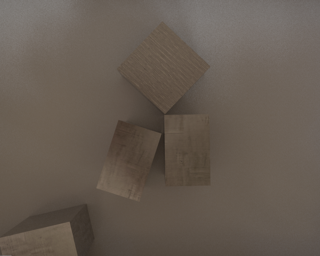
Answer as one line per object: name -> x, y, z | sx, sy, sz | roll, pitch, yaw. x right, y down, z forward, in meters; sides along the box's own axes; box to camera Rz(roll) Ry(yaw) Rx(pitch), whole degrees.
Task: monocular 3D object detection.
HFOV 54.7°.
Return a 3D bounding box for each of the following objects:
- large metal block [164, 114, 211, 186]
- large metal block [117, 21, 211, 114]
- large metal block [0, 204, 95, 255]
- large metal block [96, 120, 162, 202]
large metal block -> 0.030, 0.025, 0.384 | 0.050, 0.080, 0.079 | -1, 90, 0
large metal block -> 0.004, -0.073, 0.399 | 0.080, 0.050, 0.080 | 43, 90, -1
large metal block -> -0.134, 0.137, 0.382 | 0.080, 0.080, 0.050 | -13, 90, 0
large metal block -> -0.035, 0.036, 0.384 | 0.050, 0.080, 0.080 | 18, 90, 0
